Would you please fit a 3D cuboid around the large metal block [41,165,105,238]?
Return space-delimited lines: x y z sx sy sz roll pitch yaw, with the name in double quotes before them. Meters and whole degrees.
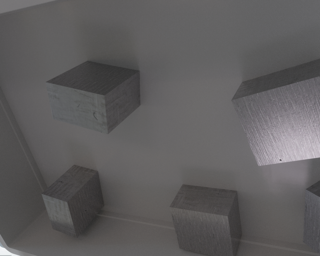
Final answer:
"large metal block" -0.143 0.122 0.524 0.050 0.080 0.079 11 123 22

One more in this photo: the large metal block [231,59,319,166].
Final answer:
"large metal block" 0.130 -0.014 0.315 0.080 0.050 0.080 -15 111 34

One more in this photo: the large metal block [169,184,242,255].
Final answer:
"large metal block" 0.067 0.131 0.438 0.080 0.050 0.080 2 119 27

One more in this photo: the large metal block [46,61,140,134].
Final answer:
"large metal block" -0.080 -0.042 0.389 0.080 0.080 0.050 14 124 20

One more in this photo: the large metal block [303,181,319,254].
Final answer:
"large metal block" 0.203 0.104 0.325 0.080 0.050 0.079 34 141 54
